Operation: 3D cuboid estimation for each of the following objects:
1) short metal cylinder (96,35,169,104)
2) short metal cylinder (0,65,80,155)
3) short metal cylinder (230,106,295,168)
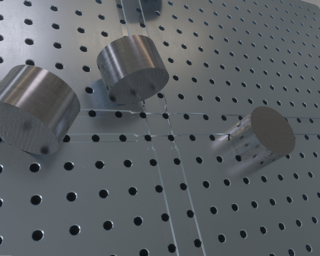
[{"bbox_3d":[-0.035,-0.073,0.398,0.081,0.080,0.050,-10,67,-33],"label":"short metal cylinder"},{"bbox_3d":[-0.129,-0.017,0.313,0.080,0.080,0.050,28,52,-11],"label":"short metal cylinder"},{"bbox_3d":[0.153,0.014,0.465,0.081,0.050,0.080,14,56,-21],"label":"short metal cylinder"}]
